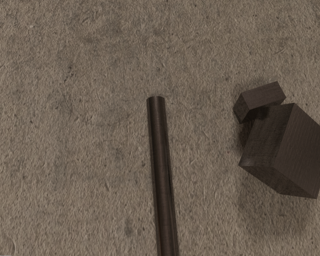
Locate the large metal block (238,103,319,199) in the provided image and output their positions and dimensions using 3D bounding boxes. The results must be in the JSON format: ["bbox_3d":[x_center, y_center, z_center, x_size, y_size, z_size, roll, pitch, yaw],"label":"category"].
[{"bbox_3d":[0.151,0.028,0.368,0.080,0.050,0.080,34,70,-24],"label":"large metal block"}]

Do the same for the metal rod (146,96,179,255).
[{"bbox_3d":[0.006,0.102,0.370,0.025,0.025,0.299,-4,70,-2],"label":"metal rod"}]

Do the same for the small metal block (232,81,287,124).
[{"bbox_3d":[0.129,-0.032,0.408,0.050,0.050,0.025,-18,71,-7],"label":"small metal block"}]
